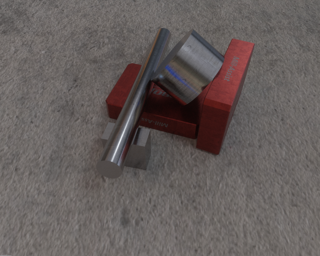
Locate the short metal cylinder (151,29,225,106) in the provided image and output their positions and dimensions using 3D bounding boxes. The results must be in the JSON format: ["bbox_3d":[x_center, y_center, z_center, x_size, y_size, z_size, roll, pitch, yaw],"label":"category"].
[{"bbox_3d":[0.033,-0.075,0.384,0.050,0.080,0.080,38,53,-12],"label":"short metal cylinder"}]

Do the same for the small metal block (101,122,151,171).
[{"bbox_3d":[-0.038,0.023,0.369,0.050,0.050,0.025,10,51,8],"label":"small metal block"}]

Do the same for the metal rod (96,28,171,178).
[{"bbox_3d":[-0.021,-0.057,0.402,0.025,0.025,0.300,8,41,6],"label":"metal rod"}]

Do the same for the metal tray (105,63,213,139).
[{"bbox_3d":[0.002,-0.041,0.435,0.131,0.030,0.090,14,51,11],"label":"metal tray"}]

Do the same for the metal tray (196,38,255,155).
[{"bbox_3d":[0.085,-0.042,0.399,0.030,0.089,0.130,18,52,14],"label":"metal tray"}]
